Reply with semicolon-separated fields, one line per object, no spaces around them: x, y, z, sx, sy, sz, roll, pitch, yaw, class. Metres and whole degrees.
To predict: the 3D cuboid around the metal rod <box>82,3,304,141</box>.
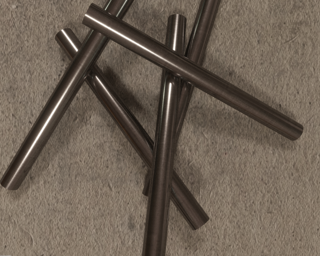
0.051;-0.059;0.374;0.301;0.025;0.025;27;90;-15;metal rod

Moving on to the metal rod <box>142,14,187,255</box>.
0.008;-0.001;0.371;0.025;0.025;0.299;6;74;-1;metal rod

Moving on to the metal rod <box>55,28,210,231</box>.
-0.039;-0.003;0.391;0.025;0.025;0.299;-36;83;0;metal rod

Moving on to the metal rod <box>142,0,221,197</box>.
0.032;-0.053;0.410;0.025;0.025;0.298;17;90;-1;metal rod

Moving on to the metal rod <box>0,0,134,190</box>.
-0.115;-0.047;0.382;0.025;0.025;0.299;34;100;-1;metal rod
